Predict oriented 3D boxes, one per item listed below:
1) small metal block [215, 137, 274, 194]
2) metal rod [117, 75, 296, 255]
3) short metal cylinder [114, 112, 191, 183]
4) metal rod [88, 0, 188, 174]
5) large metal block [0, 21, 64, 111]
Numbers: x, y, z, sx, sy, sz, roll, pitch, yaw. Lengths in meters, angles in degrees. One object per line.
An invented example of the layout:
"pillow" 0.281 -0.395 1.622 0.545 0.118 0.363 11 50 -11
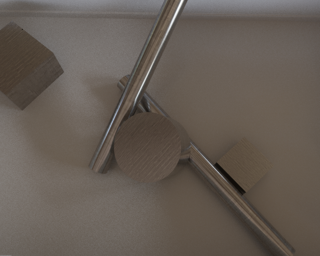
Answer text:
"small metal block" 0.105 0.048 0.393 0.050 0.025 0.050 -40 75 -14
"metal rod" 0.048 0.041 0.395 0.025 0.025 0.300 -39 75 -13
"short metal cylinder" -0.008 0.023 0.373 0.080 0.050 0.080 -1 86 17
"metal rod" -0.015 -0.082 0.377 0.025 0.025 0.299 26 96 9
"large metal block" -0.196 -0.085 0.425 0.080 0.050 0.080 38 74 12
